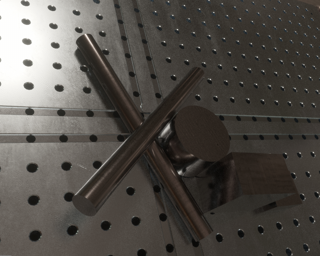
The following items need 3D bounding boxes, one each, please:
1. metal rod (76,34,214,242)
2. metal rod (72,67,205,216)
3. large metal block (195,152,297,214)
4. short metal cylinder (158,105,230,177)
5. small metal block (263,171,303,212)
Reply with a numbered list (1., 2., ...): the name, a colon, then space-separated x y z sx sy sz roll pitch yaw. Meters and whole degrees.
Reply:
1. metal rod: -0.026 0.002 0.393 0.025 0.025 0.299 -23 74 -36
2. metal rod: -0.003 -0.009 0.382 0.025 0.025 0.301 41 41 -1
3. large metal block: 0.104 0.070 0.388 0.081 0.080 0.050 4 60 -27
4. short metal cylinder: 0.043 0.017 0.405 0.081 0.050 0.080 15 54 -21
5. small metal block: 0.170 0.090 0.447 0.050 0.025 0.050 2 61 -27
